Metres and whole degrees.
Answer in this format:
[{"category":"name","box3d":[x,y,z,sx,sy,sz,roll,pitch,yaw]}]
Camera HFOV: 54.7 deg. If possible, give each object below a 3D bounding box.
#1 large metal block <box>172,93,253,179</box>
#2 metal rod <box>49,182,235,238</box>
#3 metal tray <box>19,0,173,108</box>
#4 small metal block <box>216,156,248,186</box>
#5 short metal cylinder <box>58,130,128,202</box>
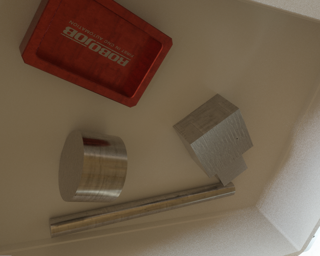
[{"category":"large metal block","box3d":[0.077,0.012,0.444,0.080,0.050,0.080,-36,130,-5]},{"category":"metal rod","box3d":[-0.011,0.120,0.478,0.303,0.025,0.025,-6,121,-26]},{"category":"metal tray","box3d":[-0.061,-0.085,0.320,0.131,0.030,0.090,22,106,-37]},{"category":"small metal block","box3d":[0.111,0.060,0.509,0.050,0.025,0.050,-37,130,-4]},{"category":"short metal cylinder","box3d":[-0.079,0.045,0.359,0.050,0.080,0.079,11,113,-33]}]
